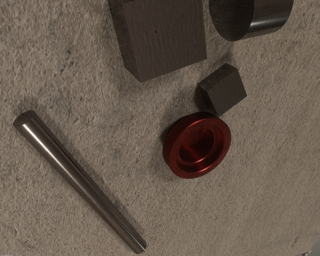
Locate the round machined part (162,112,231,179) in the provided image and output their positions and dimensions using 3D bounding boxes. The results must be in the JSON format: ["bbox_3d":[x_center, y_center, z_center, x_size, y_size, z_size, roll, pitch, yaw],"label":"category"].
[{"bbox_3d":[0.047,0.020,0.436,0.099,0.042,0.097,-14,125,-21],"label":"round machined part"}]

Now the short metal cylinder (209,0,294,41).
[{"bbox_3d":[0.097,-0.140,0.339,0.050,0.080,0.079,-17,126,-19],"label":"short metal cylinder"}]

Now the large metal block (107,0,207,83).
[{"bbox_3d":[-0.001,-0.105,0.326,0.081,0.050,0.080,-23,127,-15],"label":"large metal block"}]

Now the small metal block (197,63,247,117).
[{"bbox_3d":[0.086,-0.052,0.424,0.050,0.025,0.050,-37,130,-4],"label":"small metal block"}]

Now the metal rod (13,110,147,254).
[{"bbox_3d":[-0.088,0.093,0.417,0.025,0.025,0.299,-33,129,-7],"label":"metal rod"}]
